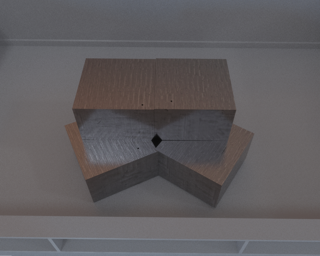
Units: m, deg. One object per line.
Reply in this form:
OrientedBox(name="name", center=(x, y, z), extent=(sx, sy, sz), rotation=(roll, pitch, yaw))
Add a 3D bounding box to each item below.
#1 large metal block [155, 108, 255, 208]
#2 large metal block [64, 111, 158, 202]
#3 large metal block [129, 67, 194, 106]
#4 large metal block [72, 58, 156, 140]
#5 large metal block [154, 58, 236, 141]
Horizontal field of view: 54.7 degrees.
OrientedBox(name="large metal block", center=(0.051, 0.031, 0.360), extent=(0.080, 0.050, 0.080), rotation=(27, 55, 21))
OrientedBox(name="large metal block", center=(-0.056, 0.027, 0.364), extent=(0.081, 0.050, 0.080), rotation=(-21, 53, -17))
OrientedBox(name="large metal block", center=(0.003, -0.042, 0.422), extent=(0.080, 0.050, 0.080), rotation=(1, 50, 1))
OrientedBox(name="large metal block", center=(-0.046, -0.033, 0.349), extent=(0.080, 0.050, 0.080), rotation=(1, 50, 0))
OrientedBox(name="large metal block", center=(0.035, -0.033, 0.348), extent=(0.080, 0.050, 0.080), rotation=(1, 50, 0))
